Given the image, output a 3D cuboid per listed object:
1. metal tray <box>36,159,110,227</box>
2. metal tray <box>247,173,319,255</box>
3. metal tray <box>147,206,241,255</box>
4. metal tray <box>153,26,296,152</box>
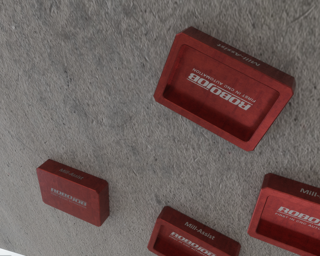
[{"bbox_3d":[-0.156,0.116,0.558,0.130,0.030,0.089,17,125,18],"label":"metal tray"},{"bbox_3d":[0.183,0.116,0.378,0.130,0.030,0.089,17,125,18],"label":"metal tray"},{"bbox_3d":[0.050,0.190,0.494,0.130,0.030,0.089,25,127,12],"label":"metal tray"},{"bbox_3d":[0.066,-0.042,0.342,0.130,0.030,0.089,30,128,9],"label":"metal tray"}]
